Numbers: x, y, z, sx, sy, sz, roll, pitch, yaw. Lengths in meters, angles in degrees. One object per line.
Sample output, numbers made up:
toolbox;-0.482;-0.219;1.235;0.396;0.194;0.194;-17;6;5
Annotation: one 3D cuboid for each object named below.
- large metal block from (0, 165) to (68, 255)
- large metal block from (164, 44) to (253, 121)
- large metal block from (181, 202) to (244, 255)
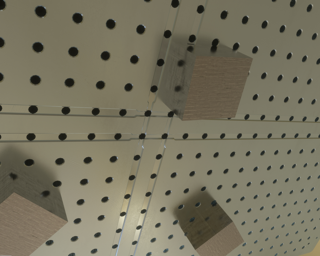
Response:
large metal block;-0.171;0.104;0.365;0.080;0.050;0.080;-41;129;0
large metal block;0.059;-0.058;0.391;0.081;0.050;0.079;-4;120;-26
large metal block;0.098;0.197;0.569;0.080;0.050;0.080;-35;129;-5
